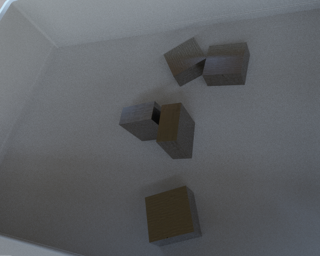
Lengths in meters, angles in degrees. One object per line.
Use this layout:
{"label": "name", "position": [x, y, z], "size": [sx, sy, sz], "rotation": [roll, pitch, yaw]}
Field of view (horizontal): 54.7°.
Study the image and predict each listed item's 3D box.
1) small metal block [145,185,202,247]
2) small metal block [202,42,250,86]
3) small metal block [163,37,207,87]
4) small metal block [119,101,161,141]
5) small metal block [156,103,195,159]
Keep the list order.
{"label": "small metal block", "position": [0.014, 0.097, 0.339], "size": [0.050, 0.025, 0.050], "rotation": [-20, 54, 16]}
{"label": "small metal block", "position": [0.088, -0.084, 0.411], "size": [0.050, 0.025, 0.050], "rotation": [2, 63, 29]}
{"label": "small metal block", "position": [0.039, -0.095, 0.444], "size": [0.050, 0.025, 0.050], "rotation": [-28, 52, 10]}
{"label": "small metal block", "position": [-0.015, -0.007, 0.398], "size": [0.050, 0.050, 0.025], "rotation": [-9, 58, 33]}
{"label": "small metal block", "position": [0.021, 0.005, 0.376], "size": [0.025, 0.050, 0.050], "rotation": [-6, 59, 25]}
